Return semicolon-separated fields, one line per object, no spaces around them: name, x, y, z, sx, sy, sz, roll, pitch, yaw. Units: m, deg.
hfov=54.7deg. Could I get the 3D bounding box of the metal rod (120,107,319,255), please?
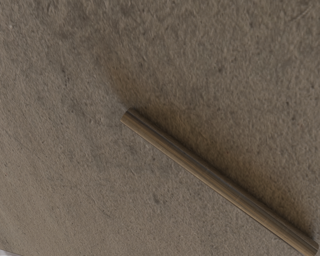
metal rod;0.075;0.070;0.409;0.301;0.025;0.025;36;129;3
